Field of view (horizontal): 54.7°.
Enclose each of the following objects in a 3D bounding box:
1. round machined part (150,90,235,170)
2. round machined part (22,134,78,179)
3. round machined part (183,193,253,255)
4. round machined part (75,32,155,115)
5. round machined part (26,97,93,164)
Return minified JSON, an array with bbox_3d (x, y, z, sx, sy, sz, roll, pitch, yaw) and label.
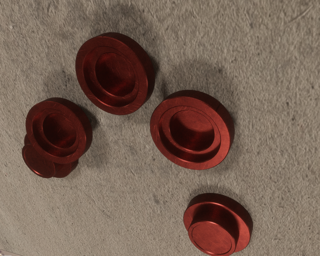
[{"bbox_3d":[0.041,-0.001,0.372,0.098,0.042,0.097,13,124,20],"label":"round machined part"},{"bbox_3d":[-0.191,0.046,0.522,0.098,0.042,0.097,13,124,20],"label":"round machined part"},{"bbox_3d":[0.079,0.144,0.443,0.098,0.042,0.097,13,124,20],"label":"round machined part"},{"bbox_3d":[-0.050,-0.068,0.379,0.098,0.042,0.097,13,124,20],"label":"round machined part"},{"bbox_3d":[-0.145,0.001,0.462,0.098,0.042,0.097,6,113,15],"label":"round machined part"}]
